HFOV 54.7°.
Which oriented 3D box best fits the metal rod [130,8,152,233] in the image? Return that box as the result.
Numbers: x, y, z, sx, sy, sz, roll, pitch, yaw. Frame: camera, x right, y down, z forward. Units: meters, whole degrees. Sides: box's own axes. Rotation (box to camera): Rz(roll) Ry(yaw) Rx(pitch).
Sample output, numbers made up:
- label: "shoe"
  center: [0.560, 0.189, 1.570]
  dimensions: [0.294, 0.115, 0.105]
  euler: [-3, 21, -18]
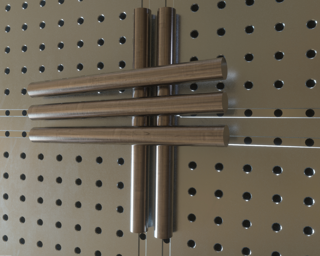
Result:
- label: "metal rod"
  center: [-0.026, -0.010, 0.421]
  dimensions: [0.025, 0.025, 0.298]
  euler: [1, 90, 19]

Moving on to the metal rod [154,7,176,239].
- label: "metal rod"
  center: [0.007, -0.006, 0.410]
  dimensions: [0.025, 0.025, 0.298]
  euler: [1, 90, 19]

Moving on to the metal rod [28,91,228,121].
- label: "metal rod"
  center: [-0.061, -0.026, 0.411]
  dimensions: [0.300, 0.025, 0.025]
  euler: [-1, 90, 27]

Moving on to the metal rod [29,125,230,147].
- label: "metal rod"
  center: [-0.060, 0.010, 0.410]
  dimensions: [0.300, 0.025, 0.025]
  euler: [0, 90, 28]

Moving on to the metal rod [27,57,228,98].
- label: "metal rod"
  center: [-0.062, -0.062, 0.411]
  dimensions: [0.300, 0.025, 0.025]
  euler: [-2, 90, 27]
